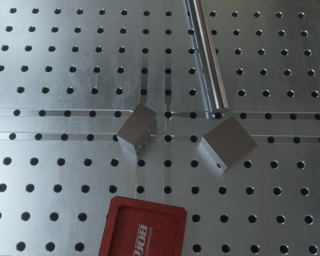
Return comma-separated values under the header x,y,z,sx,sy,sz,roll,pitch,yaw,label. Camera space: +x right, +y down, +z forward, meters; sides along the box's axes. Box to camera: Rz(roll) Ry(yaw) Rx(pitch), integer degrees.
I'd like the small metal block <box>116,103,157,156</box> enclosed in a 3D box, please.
x,y,z,sx,sy,sz,roll,pitch,yaw,label
-0.028,0.003,0.397,0.025,0.050,0.050,31,73,10,small metal block

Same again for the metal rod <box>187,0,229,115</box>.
x,y,z,sx,sy,sz,roll,pitch,yaw,label
0.061,-0.162,0.471,0.025,0.025,0.299,-7,70,-3,metal rod

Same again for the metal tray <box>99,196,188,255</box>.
x,y,z,sx,sy,sz,roll,pitch,yaw,label
-0.023,0.151,0.353,0.091,0.030,0.130,10,70,3,metal tray

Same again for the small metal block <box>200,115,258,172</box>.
x,y,z,sx,sy,sz,roll,pitch,yaw,label
0.089,0.020,0.405,0.050,0.025,0.050,-33,74,-12,small metal block
